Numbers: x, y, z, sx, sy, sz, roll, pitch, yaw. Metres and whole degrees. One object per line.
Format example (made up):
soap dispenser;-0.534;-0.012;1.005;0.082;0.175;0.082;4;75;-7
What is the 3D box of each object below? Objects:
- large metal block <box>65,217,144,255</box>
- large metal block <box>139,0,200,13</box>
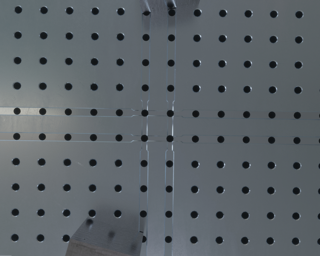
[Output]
large metal block;-0.068;0.158;0.386;0.080;0.080;0.050;16;90;0
large metal block;0.010;-0.189;0.386;0.080;0.080;0.050;-10;90;0
